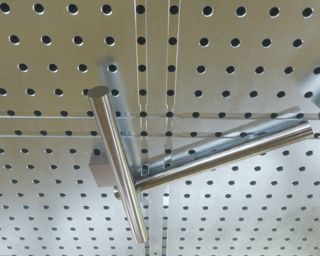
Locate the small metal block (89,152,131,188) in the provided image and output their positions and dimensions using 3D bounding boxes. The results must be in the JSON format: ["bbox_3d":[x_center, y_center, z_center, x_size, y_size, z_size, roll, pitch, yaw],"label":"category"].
[{"bbox_3d":[-0.073,0.061,0.463,0.050,0.025,0.050,-7,130,5],"label":"small metal block"}]

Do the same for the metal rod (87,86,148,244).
[{"bbox_3d":[-0.051,0.074,0.440,0.025,0.025,0.298,-5,129,4],"label":"metal rod"}]

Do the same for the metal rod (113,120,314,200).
[{"bbox_3d":[0.066,0.052,0.456,0.300,0.025,0.025,-21,127,17],"label":"metal rod"}]
